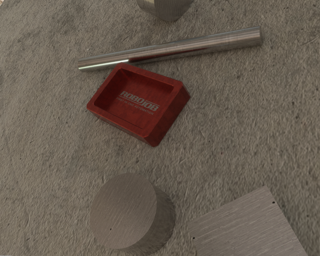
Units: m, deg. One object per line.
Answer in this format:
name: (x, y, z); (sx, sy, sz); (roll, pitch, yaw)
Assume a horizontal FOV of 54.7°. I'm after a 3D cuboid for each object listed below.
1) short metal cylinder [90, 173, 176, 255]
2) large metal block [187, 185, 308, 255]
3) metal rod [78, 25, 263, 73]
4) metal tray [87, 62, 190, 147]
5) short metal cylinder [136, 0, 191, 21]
short metal cylinder: (-0.029, 0.096, 0.344); (0.080, 0.050, 0.080); (-13, 56, 21)
large metal block: (0.082, 0.111, 0.277); (0.080, 0.050, 0.080); (-29, 52, 10)
metal rod: (-0.001, -0.116, 0.475); (0.300, 0.025, 0.025); (-3, 61, 26)
metal tray: (-0.034, -0.038, 0.441); (0.130, 0.030, 0.090); (25, 75, 36)
short metal cylinder: (0.007, -0.220, 0.500); (0.080, 0.080, 0.050); (-48, 51, -6)
